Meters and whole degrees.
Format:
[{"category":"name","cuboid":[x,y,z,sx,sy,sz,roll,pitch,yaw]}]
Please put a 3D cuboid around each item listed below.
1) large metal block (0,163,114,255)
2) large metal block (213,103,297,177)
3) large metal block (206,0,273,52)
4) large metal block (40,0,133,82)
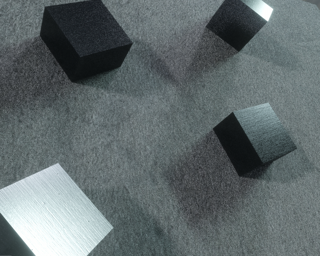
[{"category":"large metal block","cuboid":[-0.100,0.086,0.261,0.080,0.050,0.080,48,21,5]},{"category":"large metal block","cuboid":[0.139,0.015,0.456,0.081,0.050,0.080,-14,69,-34]},{"category":"large metal block","cuboid":[0.146,-0.204,0.574,0.080,0.080,0.050,35,51,-5]},{"category":"large metal block","cuboid":[-0.097,-0.117,0.408,0.081,0.050,0.080,-28,77,-38]}]
